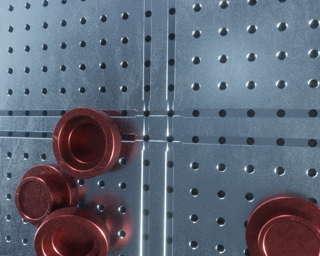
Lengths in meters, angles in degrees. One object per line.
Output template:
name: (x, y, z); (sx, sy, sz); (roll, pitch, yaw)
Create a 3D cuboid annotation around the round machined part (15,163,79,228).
round machined part: (-0.176, 0.104, 0.467); (0.098, 0.042, 0.097); (0, 90, 20)

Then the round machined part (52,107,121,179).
round machined part: (-0.099, 0.020, 0.439); (0.098, 0.042, 0.097); (0, 90, 20)

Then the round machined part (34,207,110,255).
round machined part: (-0.119, 0.153, 0.433); (0.099, 0.042, 0.097); (0, 107, 0)

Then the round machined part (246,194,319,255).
round machined part: (0.148, 0.127, 0.351); (0.098, 0.042, 0.097); (0, 90, 20)
